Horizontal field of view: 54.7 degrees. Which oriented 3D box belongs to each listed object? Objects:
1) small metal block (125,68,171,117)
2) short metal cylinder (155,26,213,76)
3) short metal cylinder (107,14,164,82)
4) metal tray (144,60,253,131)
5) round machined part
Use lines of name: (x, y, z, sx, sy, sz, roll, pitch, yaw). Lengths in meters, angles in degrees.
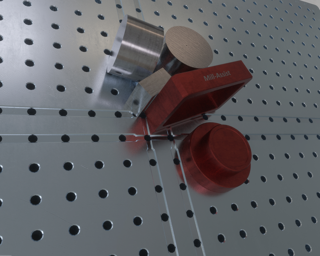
small metal block: (-0.013, -0.047, 0.414, 0.025, 0.050, 0.050, 47, 51, 5)
short metal cylinder: (0.034, -0.109, 0.477, 0.081, 0.050, 0.080, 14, 56, -21)
short metal cylinder: (-0.034, -0.105, 0.419, 0.050, 0.080, 0.080, 16, 55, -19)
metal tray: (0.053, -0.045, 0.422, 0.131, 0.090, 0.030, -19, 72, -35)
round machined part: (0.085, 0.034, 0.422, 0.099, 0.042, 0.098, 14, 56, -21)
